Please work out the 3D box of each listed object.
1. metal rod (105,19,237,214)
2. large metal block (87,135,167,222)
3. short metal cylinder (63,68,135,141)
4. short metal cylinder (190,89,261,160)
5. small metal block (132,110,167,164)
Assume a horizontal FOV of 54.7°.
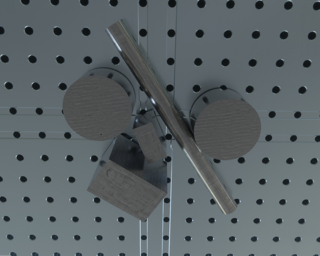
[{"bbox_3d":[0.024,-0.002,0.409,0.025,0.025,0.299,-30,108,10],"label":"metal rod"},{"bbox_3d":[-0.038,0.061,0.401,0.080,0.080,0.050,33,108,-11],"label":"large metal block"},{"bbox_3d":[-0.073,-0.030,0.384,0.081,0.050,0.079,0,110,0],"label":"short metal cylinder"},{"bbox_3d":[0.081,-0.006,0.395,0.081,0.050,0.079,0,110,0],"label":"short metal cylinder"},{"bbox_3d":[-0.012,0.010,0.399,0.025,0.050,0.050,-20,109,7],"label":"small metal block"}]
